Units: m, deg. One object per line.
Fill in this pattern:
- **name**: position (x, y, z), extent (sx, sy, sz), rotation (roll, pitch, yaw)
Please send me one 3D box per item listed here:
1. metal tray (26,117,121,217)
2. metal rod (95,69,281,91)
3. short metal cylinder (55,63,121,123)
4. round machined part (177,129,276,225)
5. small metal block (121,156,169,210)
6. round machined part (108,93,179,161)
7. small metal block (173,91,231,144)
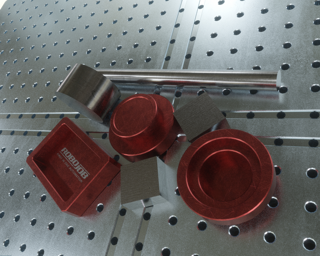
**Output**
- **metal tray**: position (-0.126, 0.050, 0.440), extent (0.090, 0.030, 0.130), rotation (-50, 51, -7)
- **metal rod**: position (0.013, -0.072, 0.445), extent (0.300, 0.025, 0.025), rotation (7, 65, 31)
- **short metal cylinder**: position (-0.106, -0.050, 0.460), extent (0.080, 0.080, 0.050), rotation (19, 72, 35)
- **round machined part**: position (0.071, 0.053, 0.327), extent (0.098, 0.042, 0.098), rotation (-13, 56, 21)
- **small metal block**: position (-0.020, 0.068, 0.377), extent (0.050, 0.025, 0.050), rotation (-18, 55, 18)
- **round machined part**: position (-0.027, -0.007, 0.415), extent (0.098, 0.042, 0.098), rotation (-14, 53, 19)
- **small metal block**: position (0.051, -0.010, 0.388), extent (0.050, 0.025, 0.050), rotation (-33, 51, 6)
